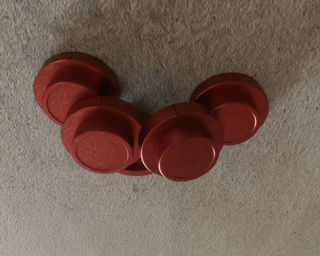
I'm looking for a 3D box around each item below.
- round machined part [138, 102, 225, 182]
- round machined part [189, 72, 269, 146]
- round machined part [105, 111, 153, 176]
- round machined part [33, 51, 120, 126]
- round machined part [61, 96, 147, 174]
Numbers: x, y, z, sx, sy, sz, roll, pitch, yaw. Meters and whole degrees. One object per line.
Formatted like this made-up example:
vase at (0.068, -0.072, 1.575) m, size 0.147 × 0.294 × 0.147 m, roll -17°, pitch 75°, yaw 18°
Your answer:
round machined part at (0.027, 0.022, 0.348) m, size 0.099 × 0.042 × 0.097 m, roll -9°, pitch 130°, yaw -10°
round machined part at (0.086, -0.016, 0.384) m, size 0.099 × 0.042 × 0.097 m, roll -1°, pitch 130°, yaw 0°
round machined part at (-0.032, 0.016, 0.411) m, size 0.099 × 0.042 × 0.097 m, roll -1°, pitch 130°, yaw 0°
round machined part at (-0.098, -0.036, 0.364) m, size 0.099 × 0.042 × 0.097 m, roll -1°, pitch 130°, yaw 0°
round machined part at (-0.063, 0.015, 0.354) m, size 0.099 × 0.042 × 0.097 m, roll -1°, pitch 130°, yaw 0°
